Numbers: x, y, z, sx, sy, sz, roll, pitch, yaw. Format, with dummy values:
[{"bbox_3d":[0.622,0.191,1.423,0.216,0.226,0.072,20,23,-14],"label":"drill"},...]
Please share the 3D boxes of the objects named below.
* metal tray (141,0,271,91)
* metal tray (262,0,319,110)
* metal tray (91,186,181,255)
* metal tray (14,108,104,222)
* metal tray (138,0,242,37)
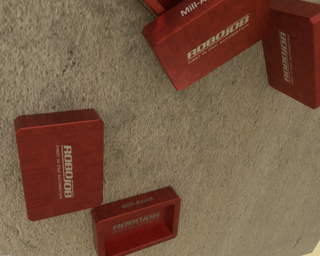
[{"bbox_3d":[0.055,-0.105,0.338,0.130,0.030,0.090,-33,149,4],"label":"metal tray"},{"bbox_3d":[0.176,-0.096,0.400,0.030,0.090,0.130,-32,129,-8],"label":"metal tray"},{"bbox_3d":[-0.035,0.147,0.475,0.131,0.030,0.089,-11,123,-23],"label":"metal tray"},{"bbox_3d":[-0.116,0.045,0.368,0.091,0.030,0.129,-8,122,-24],"label":"metal tray"},{"bbox_3d":[0.025,-0.151,0.323,0.090,0.030,0.130,-49,129,6],"label":"metal tray"}]
